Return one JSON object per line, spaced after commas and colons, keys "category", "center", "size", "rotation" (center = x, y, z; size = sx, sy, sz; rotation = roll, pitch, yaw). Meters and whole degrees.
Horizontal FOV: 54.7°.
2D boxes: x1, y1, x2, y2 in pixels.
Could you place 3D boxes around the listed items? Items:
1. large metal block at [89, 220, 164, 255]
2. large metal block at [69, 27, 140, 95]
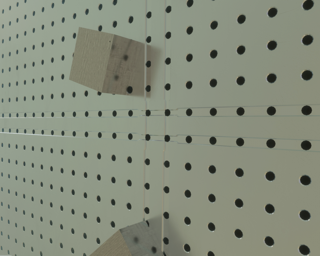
{"category": "large metal block", "center": [-0.041, 0.188, 0.425], "size": [0.080, 0.050, 0.080], "rotation": [-47, 63, 29]}
{"category": "large metal block", "center": [-0.084, -0.099, 0.460], "size": [0.080, 0.050, 0.079], "rotation": [23, 105, 37]}
